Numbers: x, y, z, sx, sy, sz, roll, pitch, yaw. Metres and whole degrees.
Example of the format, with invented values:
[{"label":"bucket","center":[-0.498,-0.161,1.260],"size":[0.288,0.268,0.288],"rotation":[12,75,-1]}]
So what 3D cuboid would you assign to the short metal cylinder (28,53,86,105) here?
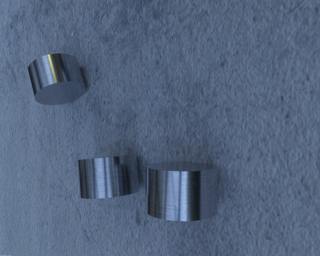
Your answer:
[{"label":"short metal cylinder","center":[-0.167,-0.077,0.504],"size":[0.080,0.081,0.050],"rotation":[-30,72,36]}]

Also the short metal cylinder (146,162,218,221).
[{"label":"short metal cylinder","center":[0.024,0.068,0.348],"size":[0.080,0.081,0.050],"rotation":[1,91,39]}]

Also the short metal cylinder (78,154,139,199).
[{"label":"short metal cylinder","center":[-0.070,0.065,0.425],"size":[0.080,0.081,0.050],"rotation":[-9,85,39]}]
